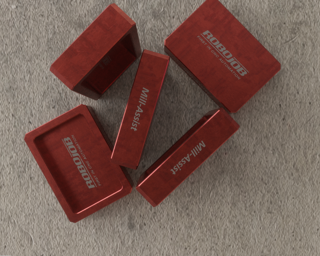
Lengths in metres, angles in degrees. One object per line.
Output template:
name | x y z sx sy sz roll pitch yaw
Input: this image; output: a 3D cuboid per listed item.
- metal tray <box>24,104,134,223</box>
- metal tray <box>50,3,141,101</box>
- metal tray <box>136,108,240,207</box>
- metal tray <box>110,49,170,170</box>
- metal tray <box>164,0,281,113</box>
metal tray | -0.104 0.045 0.407 0.090 0.030 0.130 -29 90 -1
metal tray | -0.065 -0.079 0.358 0.030 0.130 0.090 44 90 -1
metal tray | 0.030 0.032 0.379 0.130 0.090 0.030 -43 90 0
metal tray | -0.022 -0.021 0.378 0.030 0.090 0.129 17 90 0
metal tray | 0.080 -0.094 0.410 0.090 0.030 0.130 -44 91 0
